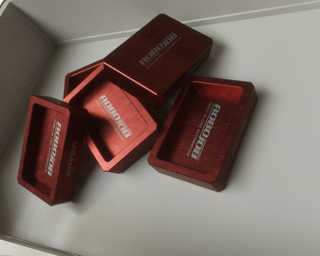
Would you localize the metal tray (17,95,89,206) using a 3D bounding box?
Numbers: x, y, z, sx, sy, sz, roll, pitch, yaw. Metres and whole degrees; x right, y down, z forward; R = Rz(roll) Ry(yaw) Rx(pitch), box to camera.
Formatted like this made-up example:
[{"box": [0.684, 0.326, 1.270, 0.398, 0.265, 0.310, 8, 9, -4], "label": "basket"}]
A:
[{"box": [-0.148, 0.028, 0.421, 0.090, 0.030, 0.129, 19, 100, 35], "label": "metal tray"}]

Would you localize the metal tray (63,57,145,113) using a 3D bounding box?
[{"box": [-0.089, -0.065, 0.485, 0.130, 0.030, 0.090, -19, 54, 16], "label": "metal tray"}]

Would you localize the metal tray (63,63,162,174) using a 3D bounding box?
[{"box": [-0.064, -0.016, 0.414, 0.090, 0.030, 0.130, -41, 66, 8], "label": "metal tray"}]

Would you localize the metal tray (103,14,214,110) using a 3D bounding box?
[{"box": [0.000, -0.093, 0.412, 0.090, 0.030, 0.131, 33, 59, 15], "label": "metal tray"}]

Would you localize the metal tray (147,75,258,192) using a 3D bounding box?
[{"box": [0.052, 0.001, 0.371, 0.090, 0.030, 0.130, 13, 68, 33], "label": "metal tray"}]
